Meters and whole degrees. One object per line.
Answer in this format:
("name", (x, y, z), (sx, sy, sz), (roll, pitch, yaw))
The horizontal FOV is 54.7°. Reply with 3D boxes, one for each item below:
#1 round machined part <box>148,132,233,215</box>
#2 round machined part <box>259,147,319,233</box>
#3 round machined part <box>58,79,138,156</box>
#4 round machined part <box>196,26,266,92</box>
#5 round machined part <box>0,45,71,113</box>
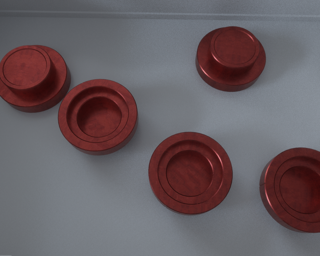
("round machined part", (0.036, 0.057, 0.380), (0.099, 0.042, 0.098), (0, 70, -1))
("round machined part", (0.169, 0.076, 0.375), (0.099, 0.042, 0.098), (0, 70, -1))
("round machined part", (-0.077, -0.011, 0.404), (0.099, 0.042, 0.098), (0, 70, -1))
("round machined part", (0.102, -0.104, 0.440), (0.099, 0.042, 0.098), (0, 70, -1))
("round machined part", (-0.178, -0.074, 0.425), (0.099, 0.042, 0.098), (0, 70, -1))
